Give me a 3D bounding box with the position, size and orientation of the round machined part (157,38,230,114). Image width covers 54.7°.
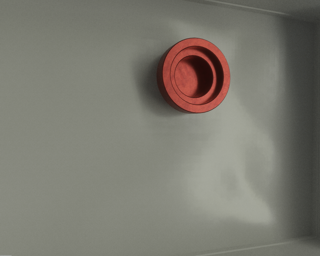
[{"bbox_3d":[0.041,-0.068,0.418,0.099,0.042,0.097,0,90,-21],"label":"round machined part"}]
